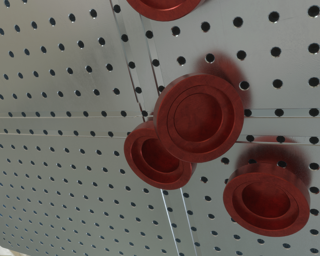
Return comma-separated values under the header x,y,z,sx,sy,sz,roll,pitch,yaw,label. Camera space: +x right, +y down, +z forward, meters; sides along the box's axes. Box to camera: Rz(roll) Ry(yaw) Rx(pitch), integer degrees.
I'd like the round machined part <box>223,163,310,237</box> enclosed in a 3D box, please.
x,y,z,sx,sy,sz,roll,pitch,yaw,label
0.131,0.083,0.382,0.098,0.042,0.097,13,124,21,round machined part

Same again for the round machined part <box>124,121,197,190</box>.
x,y,z,sx,sy,sz,roll,pitch,yaw,label
0.004,0.032,0.416,0.098,0.042,0.097,15,127,21,round machined part

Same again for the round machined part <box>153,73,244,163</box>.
x,y,z,sx,sy,sz,roll,pitch,yaw,label
0.040,-0.013,0.350,0.099,0.042,0.097,-3,106,-12,round machined part

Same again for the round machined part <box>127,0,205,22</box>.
x,y,z,sx,sy,sz,roll,pitch,yaw,label
0.008,-0.157,0.299,0.098,0.042,0.097,13,124,21,round machined part
